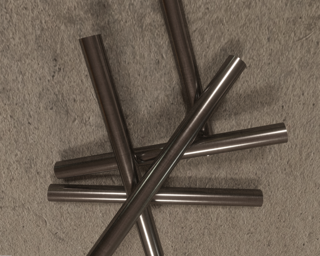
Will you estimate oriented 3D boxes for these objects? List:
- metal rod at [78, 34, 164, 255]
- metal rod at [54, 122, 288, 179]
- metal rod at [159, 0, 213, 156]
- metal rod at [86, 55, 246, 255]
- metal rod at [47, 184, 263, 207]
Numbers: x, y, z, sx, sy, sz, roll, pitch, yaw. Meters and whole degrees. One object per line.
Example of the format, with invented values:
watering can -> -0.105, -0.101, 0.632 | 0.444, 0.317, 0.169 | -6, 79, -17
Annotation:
metal rod -> -0.042, 0.038, 0.382 | 0.025, 0.025, 0.298 | -13, 107, 4
metal rod -> 0.005, 0.032, 0.401 | 0.301, 0.025, 0.025 | -10, 110, 11
metal rod -> 0.025, -0.102, 0.372 | 0.025, 0.025, 0.298 | -15, 110, 5
metal rod -> 0.007, 0.041, 0.372 | 0.025, 0.025, 0.299 | 36, 88, -13
metal rod -> -0.005, 0.097, 0.445 | 0.302, 0.025, 0.025 | 2, 110, -1
